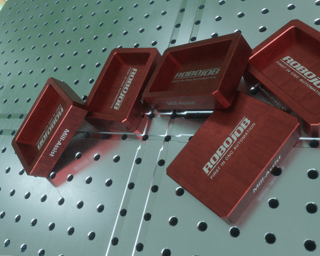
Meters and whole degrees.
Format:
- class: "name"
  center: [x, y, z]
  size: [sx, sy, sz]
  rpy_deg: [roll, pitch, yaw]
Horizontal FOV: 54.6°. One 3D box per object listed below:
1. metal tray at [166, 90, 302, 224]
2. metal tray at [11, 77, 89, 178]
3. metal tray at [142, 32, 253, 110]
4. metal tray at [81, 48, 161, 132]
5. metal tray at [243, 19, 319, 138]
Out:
- class: "metal tray"
  center: [0.081, 0.027, 0.346]
  size: [0.090, 0.030, 0.130]
  rpy_deg: [34, 81, 38]
- class: "metal tray"
  center: [-0.171, -0.002, 0.474]
  size: [0.090, 0.030, 0.130]
  rpy_deg: [41, 102, 39]
- class: "metal tray"
  center: [0.044, -0.070, 0.402]
  size: [0.130, 0.030, 0.090]
  rpy_deg: [3, 61, 47]
- class: "metal tray"
  center: [-0.056, -0.063, 0.473]
  size: [0.090, 0.030, 0.130]
  rpy_deg: [9, 66, 32]
- class: "metal tray"
  center: [0.166, -0.062, 0.356]
  size: [0.090, 0.030, 0.130]
  rpy_deg: [-37, 51, 3]
